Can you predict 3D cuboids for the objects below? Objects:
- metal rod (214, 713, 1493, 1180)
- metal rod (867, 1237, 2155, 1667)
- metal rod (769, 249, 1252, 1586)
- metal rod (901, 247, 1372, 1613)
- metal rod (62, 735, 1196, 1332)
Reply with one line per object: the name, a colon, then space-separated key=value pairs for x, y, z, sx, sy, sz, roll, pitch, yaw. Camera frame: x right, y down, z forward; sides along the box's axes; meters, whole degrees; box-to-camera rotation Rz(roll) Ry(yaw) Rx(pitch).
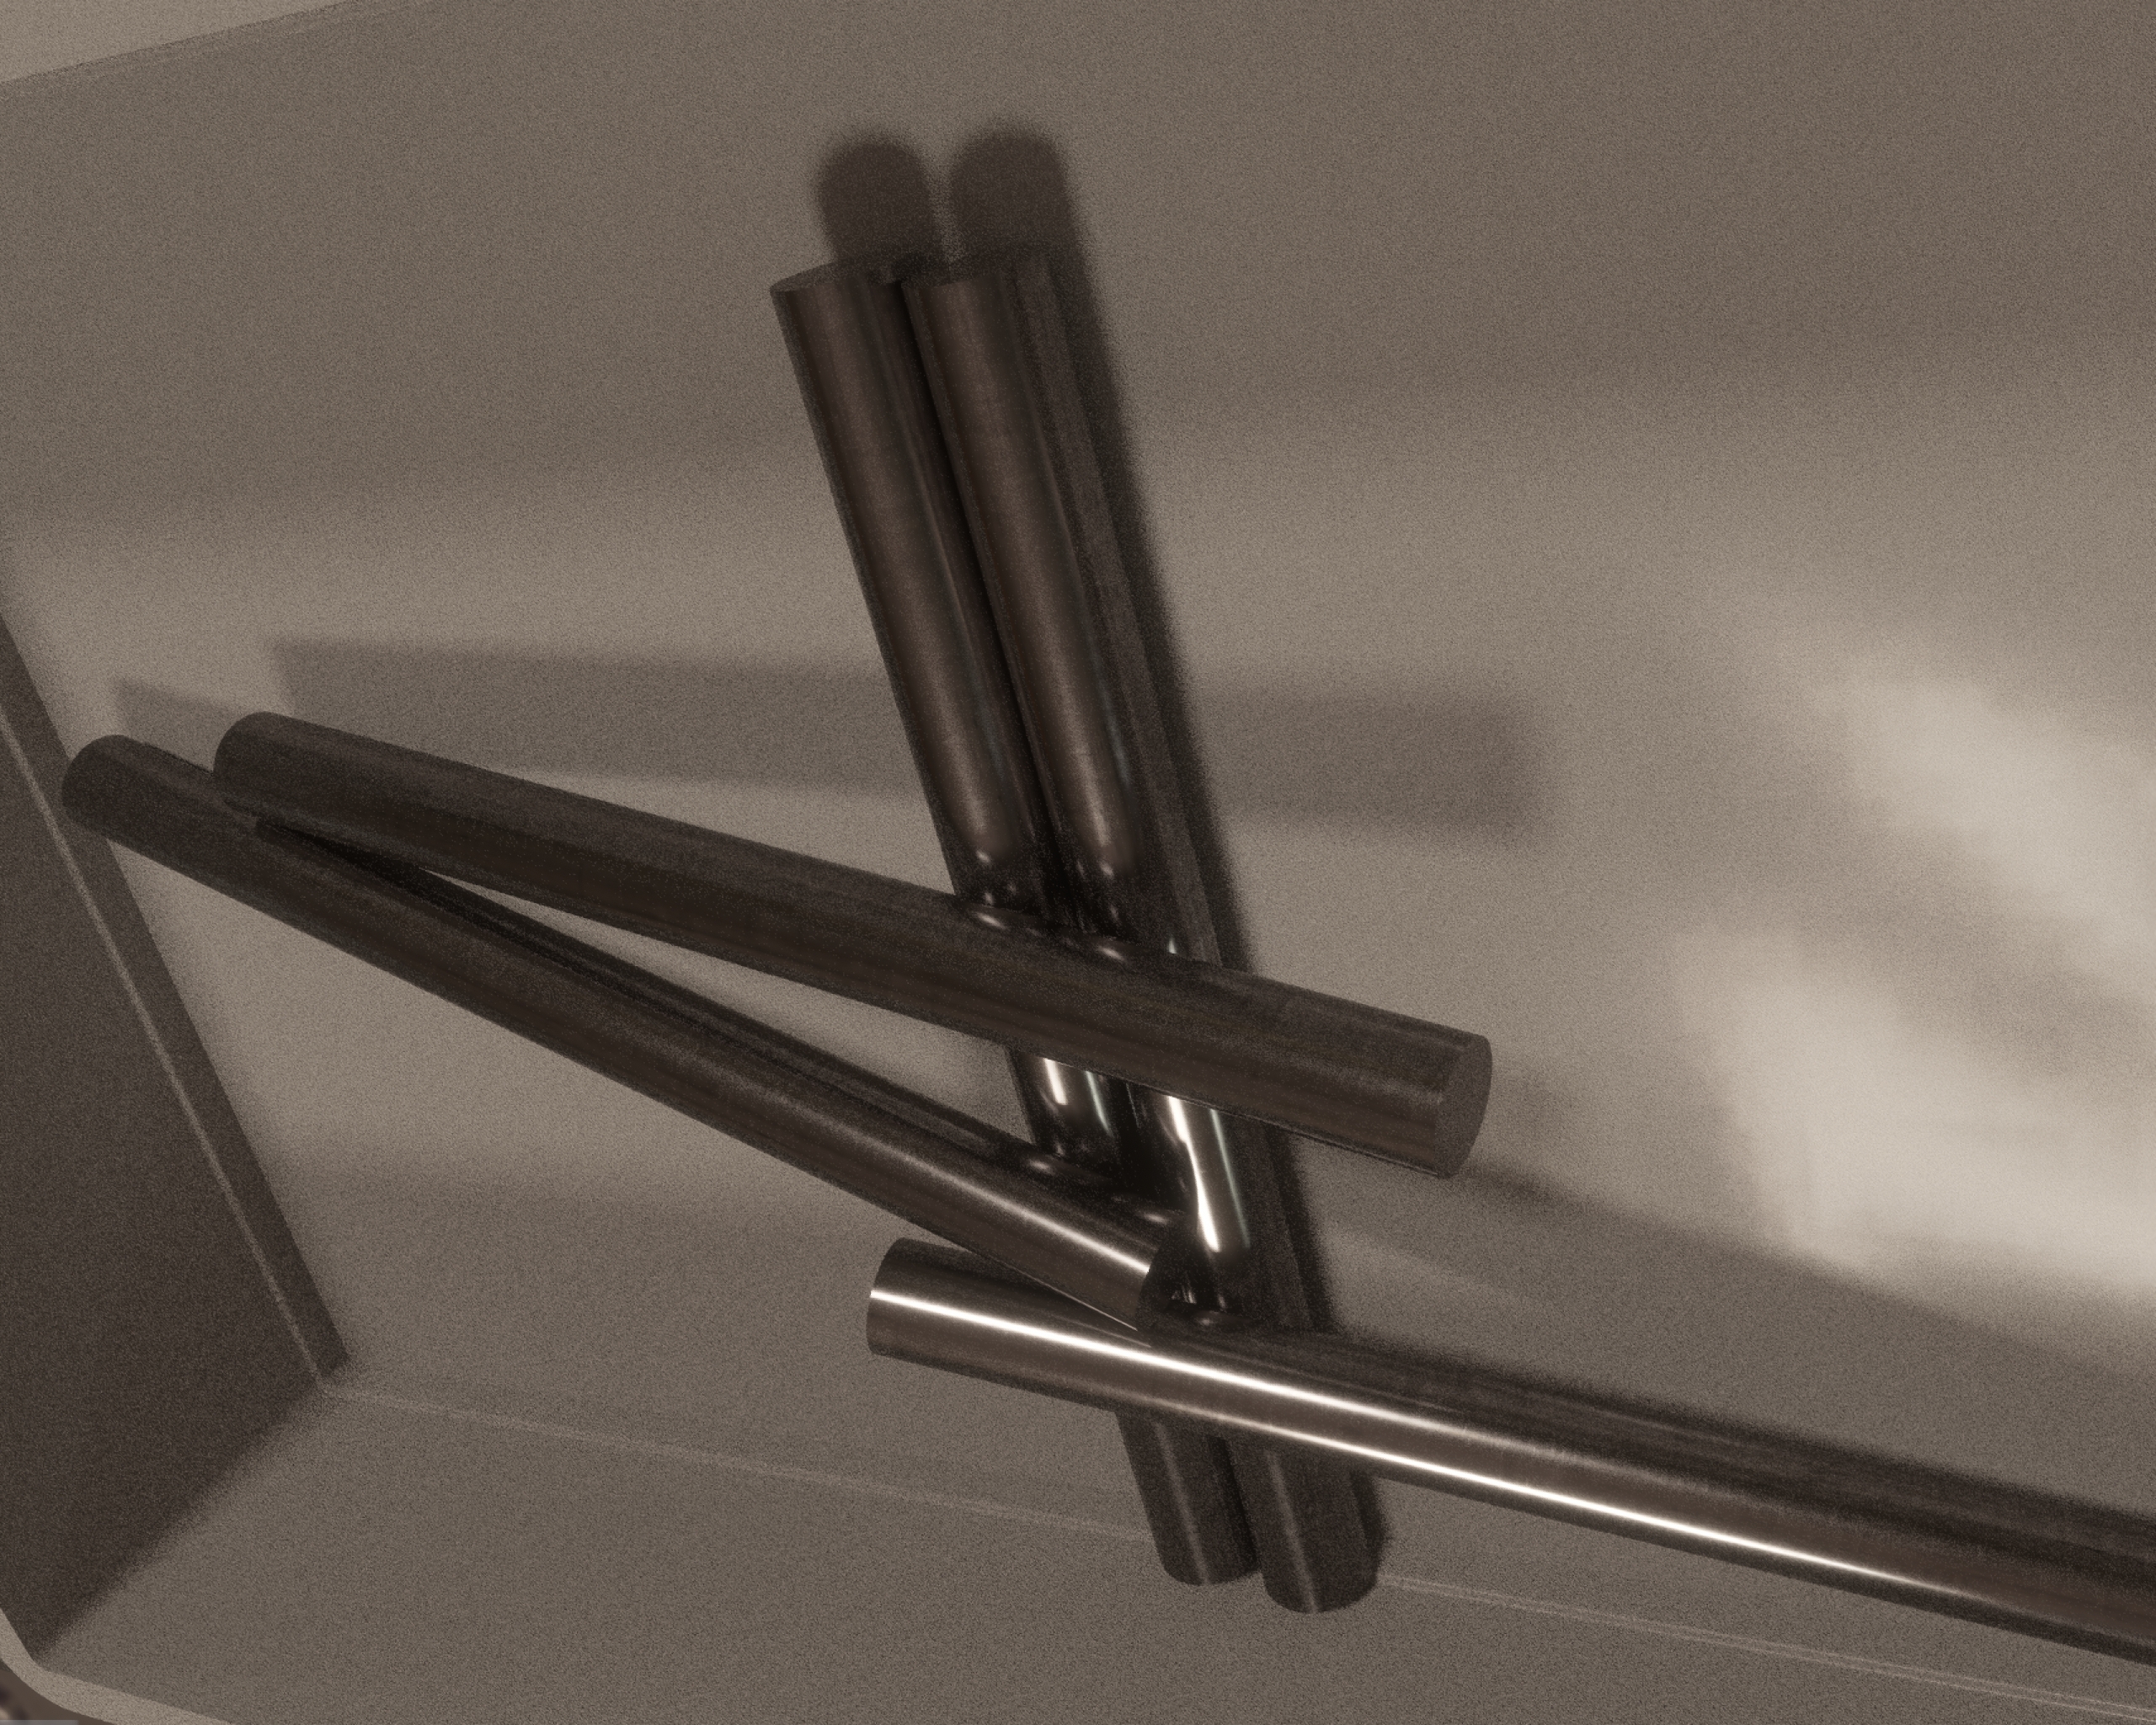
metal rod: x=-0.064 y=0.009 z=0.419 sx=0.300 sy=0.025 sz=0.025 roll=14 pitch=125 yaw=28
metal rod: x=0.103 y=0.116 z=0.401 sx=0.301 sy=0.025 sz=0.025 roll=10 pitch=123 yaw=16
metal rod: x=-0.005 y=0.028 z=0.423 sx=0.025 sy=0.025 sz=0.298 roll=-1 pitch=118 yaw=28
metal rod: x=0.019 y=0.031 z=0.413 sx=0.025 sy=0.025 sz=0.298 roll=-1 pitch=118 yaw=28
metal rod: x=-0.113 y=0.030 z=0.467 sx=0.301 sy=0.025 sz=0.025 roll=21 pitch=127 yaw=21
